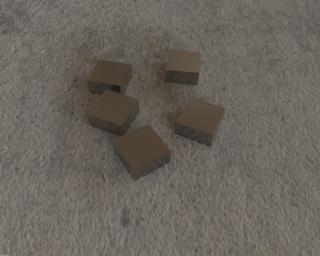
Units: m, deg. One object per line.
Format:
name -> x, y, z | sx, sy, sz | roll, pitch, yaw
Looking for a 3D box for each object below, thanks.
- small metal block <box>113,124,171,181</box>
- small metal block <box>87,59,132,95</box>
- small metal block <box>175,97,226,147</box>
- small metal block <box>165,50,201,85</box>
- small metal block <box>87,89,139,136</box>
small metal block -> -0.022, 0.029, 0.379 | 0.050, 0.025, 0.050 | -26, 55, -21
small metal block -> -0.074, -0.074, 0.465 | 0.050, 0.025, 0.050 | 11, 51, 9
small metal block -> 0.053, -0.009, 0.412 | 0.050, 0.025, 0.050 | 20, 53, 15
small metal block -> 0.036, -0.095, 0.484 | 0.050, 0.025, 0.050 | 6, 50, 4
small metal block -> -0.062, -0.021, 0.420 | 0.050, 0.025, 0.050 | 18, 52, 14
